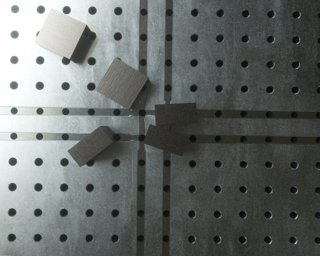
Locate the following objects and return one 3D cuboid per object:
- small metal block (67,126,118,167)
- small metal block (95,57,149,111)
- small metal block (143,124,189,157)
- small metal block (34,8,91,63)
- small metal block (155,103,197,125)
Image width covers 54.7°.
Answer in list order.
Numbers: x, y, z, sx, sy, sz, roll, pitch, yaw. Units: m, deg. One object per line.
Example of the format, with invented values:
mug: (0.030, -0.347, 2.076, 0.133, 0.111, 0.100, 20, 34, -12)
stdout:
small metal block: (-0.085, 0.022, 0.400, 0.050, 0.050, 0.025, -38, 90, 0)
small metal block: (-0.049, -0.058, 0.413, 0.050, 0.025, 0.050, 31, 90, -1)
small metal block: (0.007, 0.015, 0.401, 0.050, 0.050, 0.025, 19, 90, -1)
small metal block: (-0.128, -0.122, 0.412, 0.050, 0.025, 0.050, 26, 90, -1)
small metal block: (0.019, -0.017, 0.401, 0.050, 0.050, 0.025, -3, 90, -1)
